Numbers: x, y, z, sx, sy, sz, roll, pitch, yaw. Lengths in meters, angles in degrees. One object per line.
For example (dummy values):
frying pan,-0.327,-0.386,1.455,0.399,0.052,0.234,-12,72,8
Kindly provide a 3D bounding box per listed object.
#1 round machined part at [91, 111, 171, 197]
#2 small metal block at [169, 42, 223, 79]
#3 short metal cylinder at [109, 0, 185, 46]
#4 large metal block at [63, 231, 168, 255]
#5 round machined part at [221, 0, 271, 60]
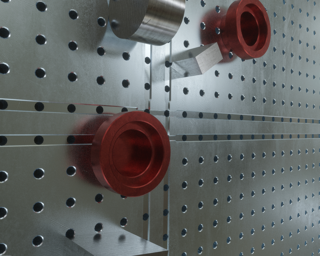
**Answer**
round machined part,-0.038,0.029,0.366,0.099,0.042,0.097,0,90,-40
small metal block,0.051,-0.094,0.435,0.050,0.050,0.025,-39,114,-33
short metal cylinder,-0.017,-0.140,0.359,0.050,0.080,0.080,0,90,-40
large metal block,-0.050,0.149,0.331,0.081,0.080,0.050,10,84,-40
round machined part,0.139,-0.162,0.514,0.099,0.042,0.097,0,90,-40
